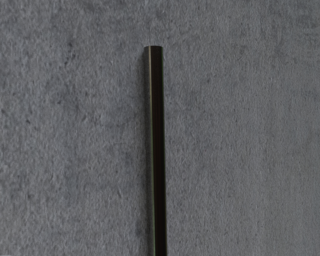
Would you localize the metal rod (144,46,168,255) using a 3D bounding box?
[{"bbox_3d":[-0.005,0.046,0.402,0.025,0.025,0.298,-2,92,-40],"label":"metal rod"}]
